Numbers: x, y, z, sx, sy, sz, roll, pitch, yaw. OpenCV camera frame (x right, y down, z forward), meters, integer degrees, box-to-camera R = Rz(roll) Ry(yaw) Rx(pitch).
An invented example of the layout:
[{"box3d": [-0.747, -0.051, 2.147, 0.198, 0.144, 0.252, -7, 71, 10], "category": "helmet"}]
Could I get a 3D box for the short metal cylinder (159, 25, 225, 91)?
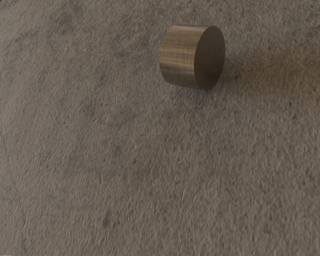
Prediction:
[{"box3d": [0.043, -0.092, 0.401, 0.050, 0.080, 0.080, 16, 70, 34], "category": "short metal cylinder"}]
